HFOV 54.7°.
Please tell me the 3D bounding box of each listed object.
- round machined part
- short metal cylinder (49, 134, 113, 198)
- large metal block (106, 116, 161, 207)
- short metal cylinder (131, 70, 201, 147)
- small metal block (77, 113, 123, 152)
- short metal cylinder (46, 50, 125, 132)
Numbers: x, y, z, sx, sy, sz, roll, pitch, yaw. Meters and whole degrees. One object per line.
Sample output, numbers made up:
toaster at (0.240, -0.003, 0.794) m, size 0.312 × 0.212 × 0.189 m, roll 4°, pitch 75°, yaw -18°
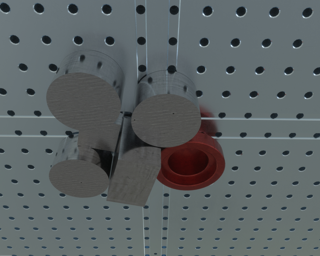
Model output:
round machined part at (0.039, 0.041, 0.435) m, size 0.099 × 0.042 × 0.097 m, roll 0°, pitch 130°, yaw 0°
short metal cylinder at (-0.110, 0.054, 0.440) m, size 0.081 × 0.050 × 0.079 m, roll 0°, pitch 130°, yaw 0°
large metal block at (-0.034, 0.044, 0.408) m, size 0.050 × 0.080 × 0.079 m, roll 12°, pitch 129°, yaw -10°
short metal cylinder at (0.007, -0.022, 0.376) m, size 0.081 × 0.050 × 0.079 m, roll 0°, pitch 130°, yaw 0°
small metal block at (-0.080, 0.002, 0.412) m, size 0.050 × 0.025 × 0.050 m, roll 11°, pitch 129°, yaw -10°
short metal cylinder at (-0.083, -0.042, 0.358) m, size 0.081 × 0.050 × 0.079 m, roll 0°, pitch 130°, yaw 0°
